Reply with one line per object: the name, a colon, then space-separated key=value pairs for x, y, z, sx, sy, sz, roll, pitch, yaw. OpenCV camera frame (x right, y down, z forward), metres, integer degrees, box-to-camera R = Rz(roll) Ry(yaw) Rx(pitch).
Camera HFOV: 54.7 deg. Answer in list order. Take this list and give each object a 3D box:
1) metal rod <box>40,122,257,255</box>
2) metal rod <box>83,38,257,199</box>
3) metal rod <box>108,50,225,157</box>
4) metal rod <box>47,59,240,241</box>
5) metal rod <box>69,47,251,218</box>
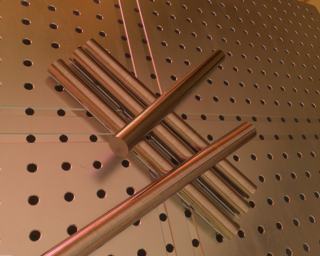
metal rod: x=0.005 y=0.067 z=0.345 sx=0.302 sy=0.025 sz=0.025 roll=-29 pitch=78 yaw=-29
metal rod: x=0.012 y=-0.012 z=0.424 sx=0.300 sy=0.025 sz=0.025 roll=42 pitch=51 yaw=0
metal rod: x=0.030 y=-0.053 z=0.432 sx=0.025 sy=0.025 sz=0.302 roll=44 pitch=43 yaw=1
metal rod: x=-0.021 y=0.026 z=0.382 sx=0.300 sy=0.025 sz=0.025 roll=43 pitch=51 yaw=1
metal rod: x=-0.001 y=0.005 z=0.405 sx=0.300 sy=0.025 sz=0.025 roll=43 pitch=51 yaw=1
